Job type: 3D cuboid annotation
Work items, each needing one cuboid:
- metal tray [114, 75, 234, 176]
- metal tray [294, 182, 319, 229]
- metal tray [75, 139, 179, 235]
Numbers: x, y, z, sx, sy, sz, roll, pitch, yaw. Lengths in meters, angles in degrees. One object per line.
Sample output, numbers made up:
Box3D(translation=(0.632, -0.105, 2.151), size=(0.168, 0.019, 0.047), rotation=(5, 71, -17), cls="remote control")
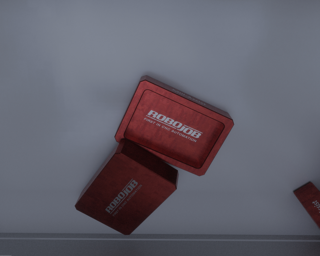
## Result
Box3D(translation=(0.018, -0.001, 0.408), size=(0.131, 0.030, 0.089), rotation=(24, 108, -9), cls="metal tray")
Box3D(translation=(0.236, 0.141, 0.409), size=(0.030, 0.130, 0.090), rotation=(-36, 106, 12), cls="metal tray")
Box3D(translation=(-0.047, 0.085, 0.422), size=(0.090, 0.030, 0.129), rotation=(32, 122, -12), cls="metal tray")
